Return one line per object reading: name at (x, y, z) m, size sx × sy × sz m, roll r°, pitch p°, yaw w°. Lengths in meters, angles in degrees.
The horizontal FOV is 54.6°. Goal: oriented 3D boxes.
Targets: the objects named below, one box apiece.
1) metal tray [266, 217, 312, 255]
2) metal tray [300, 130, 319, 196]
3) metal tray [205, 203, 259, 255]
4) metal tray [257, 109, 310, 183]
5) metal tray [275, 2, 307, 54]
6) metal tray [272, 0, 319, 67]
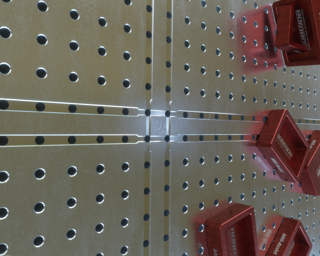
metal tray at (0.254, 0.257, 0.617) m, size 0.130 × 0.030 × 0.090 m, roll -48°, pitch 119°, yaw -29°
metal tray at (0.354, 0.077, 0.700) m, size 0.131 × 0.030 × 0.090 m, roll -45°, pitch 117°, yaw -31°
metal tray at (0.122, 0.200, 0.506) m, size 0.091 × 0.030 × 0.129 m, roll -13°, pitch 99°, yaw -39°
metal tray at (0.246, 0.036, 0.609) m, size 0.130 × 0.030 × 0.090 m, roll 45°, pitch 63°, yaw -30°
metal tray at (0.286, -0.192, 0.614) m, size 0.131 × 0.030 × 0.090 m, roll 5°, pitch 90°, yaw -32°
metal tray at (0.268, -0.184, 0.585) m, size 0.030 × 0.090 × 0.129 m, roll -25°, pitch 106°, yaw -18°
